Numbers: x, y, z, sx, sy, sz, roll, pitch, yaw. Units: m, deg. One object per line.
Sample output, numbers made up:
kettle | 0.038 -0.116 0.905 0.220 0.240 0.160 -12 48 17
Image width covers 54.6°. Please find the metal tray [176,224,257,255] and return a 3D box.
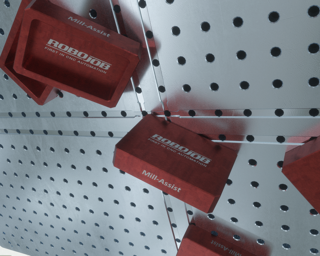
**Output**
metal tray | 0.092 0.219 0.495 0.130 0.030 0.089 23 127 14

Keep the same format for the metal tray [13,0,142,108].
metal tray | -0.099 -0.084 0.374 0.131 0.030 0.089 21 131 -17

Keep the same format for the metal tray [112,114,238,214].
metal tray | 0.020 0.038 0.382 0.130 0.090 0.030 25 127 13

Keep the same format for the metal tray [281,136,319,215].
metal tray | 0.211 0.065 0.337 0.130 0.030 0.090 47 129 -5

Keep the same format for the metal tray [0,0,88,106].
metal tray | -0.167 -0.103 0.433 0.090 0.030 0.129 45 129 -4
